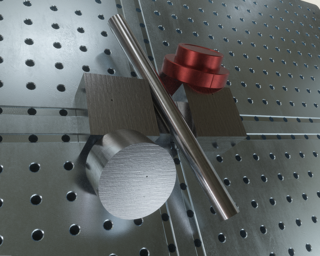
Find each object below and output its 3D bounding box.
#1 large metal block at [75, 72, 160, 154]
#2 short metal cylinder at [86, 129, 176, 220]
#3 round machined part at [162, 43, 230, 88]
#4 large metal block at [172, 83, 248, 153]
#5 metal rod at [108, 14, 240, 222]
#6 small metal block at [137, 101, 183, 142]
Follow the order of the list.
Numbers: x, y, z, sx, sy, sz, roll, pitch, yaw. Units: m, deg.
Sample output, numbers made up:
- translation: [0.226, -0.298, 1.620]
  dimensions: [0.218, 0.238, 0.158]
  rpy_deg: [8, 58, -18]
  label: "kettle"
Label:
- translation: [-0.054, -0.015, 0.373]
  dimensions: [0.081, 0.050, 0.080]
  rpy_deg: [2, 61, -27]
  label: "large metal block"
- translation: [-0.031, 0.046, 0.320]
  dimensions: [0.081, 0.050, 0.079]
  rpy_deg: [-8, 108, -25]
  label: "short metal cylinder"
- translation: [0.055, -0.095, 0.453]
  dimensions: [0.099, 0.042, 0.098]
  rpy_deg: [12, 23, -5]
  label: "round machined part"
- translation: [0.064, -0.013, 0.435]
  dimensions: [0.081, 0.050, 0.080]
  rpy_deg: [1, 61, -28]
  label: "large metal block"
- translation: [0.009, -0.024, 0.394]
  dimensions: [0.025, 0.025, 0.299]
  rpy_deg: [-19, 72, -35]
  label: "metal rod"
- translation: [0.000, -0.009, 0.414]
  dimensions: [0.050, 0.025, 0.050]
  rpy_deg: [1, 61, -28]
  label: "small metal block"
